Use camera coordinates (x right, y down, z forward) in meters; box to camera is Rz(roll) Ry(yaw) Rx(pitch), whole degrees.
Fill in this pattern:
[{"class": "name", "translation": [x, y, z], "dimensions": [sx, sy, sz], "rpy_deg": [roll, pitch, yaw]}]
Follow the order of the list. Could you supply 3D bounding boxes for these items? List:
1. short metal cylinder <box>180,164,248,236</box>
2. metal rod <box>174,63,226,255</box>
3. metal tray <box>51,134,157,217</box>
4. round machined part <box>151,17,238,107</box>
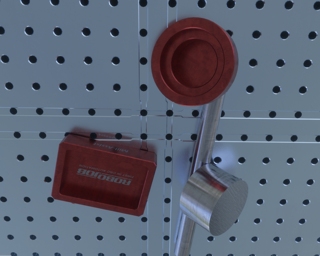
[{"class": "short metal cylinder", "translation": [0.073, 0.094, 0.414], "dimensions": [0.081, 0.050, 0.079], "rpy_deg": [-23, 125, -36]}, {"class": "metal rod", "translation": [0.056, 0.056, 0.434], "dimensions": [0.025, 0.025, 0.298], "rpy_deg": [8, 110, -3]}, {"class": "metal tray", "translation": [-0.077, 0.067, 0.434], "dimensions": [0.131, 0.030, 0.089], "rpy_deg": [13, 110, -5]}, {"class": "round machined part", "translation": [0.043, -0.075, 0.363], "dimensions": [0.098, 0.042, 0.097], "rpy_deg": [3, 98, 24]}]
